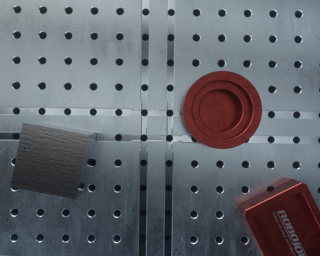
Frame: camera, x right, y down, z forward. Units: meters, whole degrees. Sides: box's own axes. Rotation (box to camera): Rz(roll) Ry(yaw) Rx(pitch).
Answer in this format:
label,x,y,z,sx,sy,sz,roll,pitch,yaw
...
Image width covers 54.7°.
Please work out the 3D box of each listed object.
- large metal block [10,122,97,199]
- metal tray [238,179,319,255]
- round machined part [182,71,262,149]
label,x,y,z,sx,sy,sz,roll,pitch,yaw
large metal block,-0.134,0.040,0.400,0.080,0.050,0.080,11,90,0
metal tray,0.175,0.145,0.412,0.090,0.030,0.130,-27,90,0
round machined part,0.078,-0.023,0.405,0.099,0.042,0.097,0,90,0
